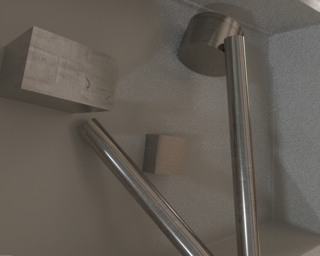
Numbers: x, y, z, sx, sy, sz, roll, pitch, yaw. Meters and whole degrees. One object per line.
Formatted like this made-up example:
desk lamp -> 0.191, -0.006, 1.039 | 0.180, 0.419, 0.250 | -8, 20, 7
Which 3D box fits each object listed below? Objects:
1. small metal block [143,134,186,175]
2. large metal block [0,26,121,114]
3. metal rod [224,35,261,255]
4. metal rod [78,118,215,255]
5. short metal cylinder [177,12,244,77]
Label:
small metal block -> 0.007, 0.036, 0.414 | 0.050, 0.025, 0.050 | 9, 84, -40
large metal block -> -0.096, -0.047, 0.291 | 0.081, 0.080, 0.050 | 13, 82, -40
metal rod -> 0.096, 0.038, 0.361 | 0.025, 0.025, 0.298 | 6, 79, -40
metal rod -> 0.018, 0.109, 0.328 | 0.300, 0.025, 0.025 | 49, 56, 6
short metal cylinder -> 0.070, -0.114, 0.432 | 0.080, 0.080, 0.050 | 32, 70, -36
